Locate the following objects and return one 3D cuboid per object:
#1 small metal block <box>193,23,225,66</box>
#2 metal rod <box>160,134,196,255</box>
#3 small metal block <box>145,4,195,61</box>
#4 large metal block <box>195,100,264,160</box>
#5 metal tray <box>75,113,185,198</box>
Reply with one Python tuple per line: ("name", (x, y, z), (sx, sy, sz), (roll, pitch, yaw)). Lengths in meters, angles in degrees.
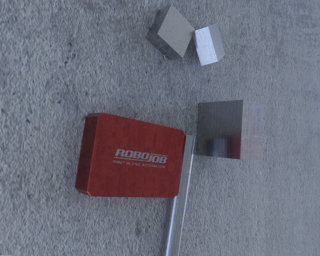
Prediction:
("small metal block", (0.073, -0.124, 0.456), (0.050, 0.025, 0.050), (-45, 120, -57))
("metal rod", (0.016, 0.157, 0.420), (0.025, 0.025, 0.298), (15, 80, -39))
("small metal block", (0.015, -0.128, 0.419), (0.050, 0.025, 0.050), (35, 68, -35))
("large metal block", (0.101, 0.004, 0.457), (0.050, 0.080, 0.080), (6, 86, -40))
("metal tray", (-0.031, 0.037, 0.378), (0.131, 0.030, 0.090), (12, 83, -40))
